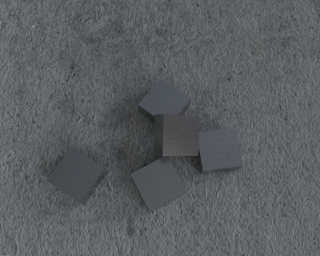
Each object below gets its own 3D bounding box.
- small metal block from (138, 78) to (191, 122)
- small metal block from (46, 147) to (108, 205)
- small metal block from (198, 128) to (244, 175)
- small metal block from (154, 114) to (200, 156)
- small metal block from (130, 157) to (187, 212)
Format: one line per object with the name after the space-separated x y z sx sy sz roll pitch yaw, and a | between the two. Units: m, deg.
0.006 -0.031 0.419 0.050 0.025 0.050 36 74 12 | small metal block
-0.102 0.060 0.385 0.050 0.025 0.050 31 73 10 | small metal block
0.074 0.030 0.398 0.050 0.025 0.050 -7 70 -3 | small metal block
0.021 0.009 0.386 0.050 0.025 0.050 2 89 -26 | small metal block
-0.002 0.069 0.383 0.050 0.025 0.050 -27 73 -10 | small metal block
